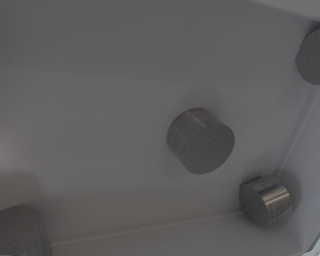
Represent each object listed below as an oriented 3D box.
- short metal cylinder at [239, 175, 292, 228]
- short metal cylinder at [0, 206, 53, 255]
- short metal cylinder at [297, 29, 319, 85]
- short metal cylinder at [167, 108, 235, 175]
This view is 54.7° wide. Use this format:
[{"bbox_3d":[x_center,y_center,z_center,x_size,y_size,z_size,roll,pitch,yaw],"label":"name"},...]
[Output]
[{"bbox_3d":[0.187,0.130,0.556,0.050,0.080,0.079,-18,126,-18],"label":"short metal cylinder"},{"bbox_3d":[-0.174,0.140,0.365,0.081,0.080,0.050,-15,125,-20],"label":"short metal cylinder"},{"bbox_3d":[0.248,-0.101,0.446,0.050,0.080,0.079,0,118,-29],"label":"short metal cylinder"},{"bbox_3d":[0.056,0.018,0.434,0.081,0.050,0.079,-14,124,-21],"label":"short metal cylinder"}]
